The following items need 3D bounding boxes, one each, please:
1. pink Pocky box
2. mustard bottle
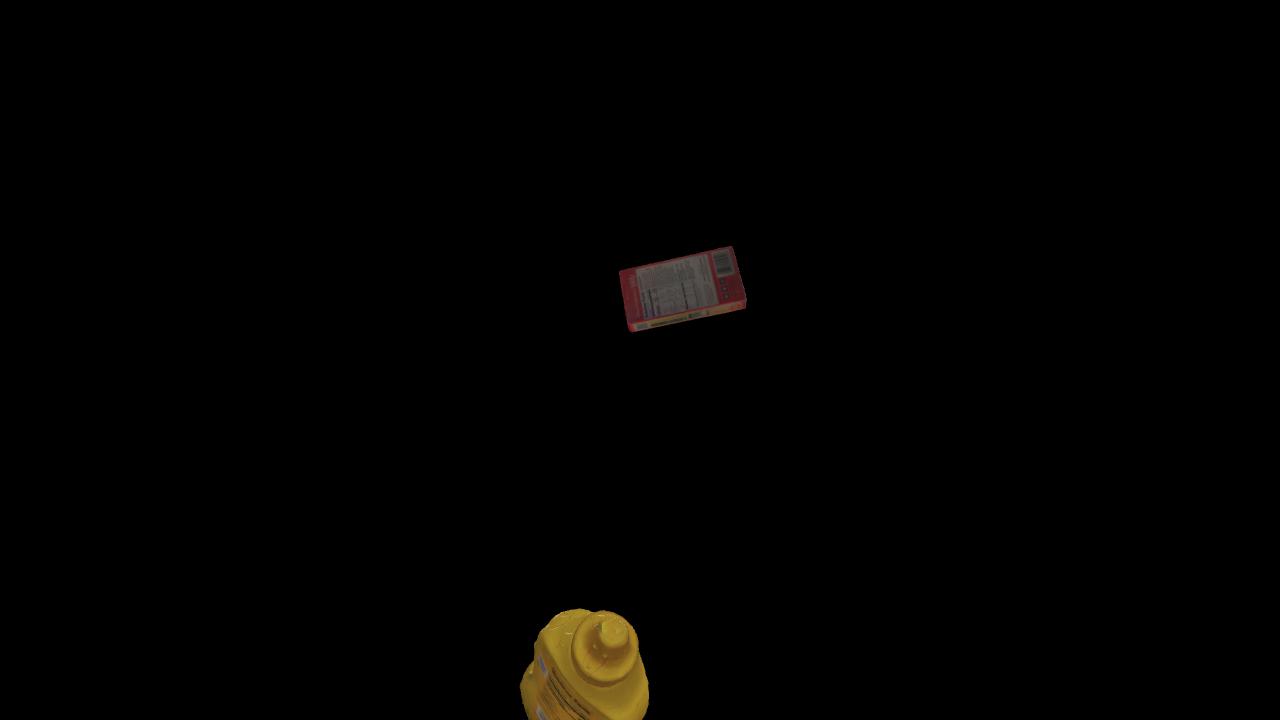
[{"bbox_3d":[0.054,-0.092,0.802,0.155,0.084,0.029,-12,-25,4],"label":"pink Pocky box"},{"bbox_3d":[-0.037,0.222,0.426,0.054,0.184,0.092,-26,59,-36],"label":"mustard bottle"}]
